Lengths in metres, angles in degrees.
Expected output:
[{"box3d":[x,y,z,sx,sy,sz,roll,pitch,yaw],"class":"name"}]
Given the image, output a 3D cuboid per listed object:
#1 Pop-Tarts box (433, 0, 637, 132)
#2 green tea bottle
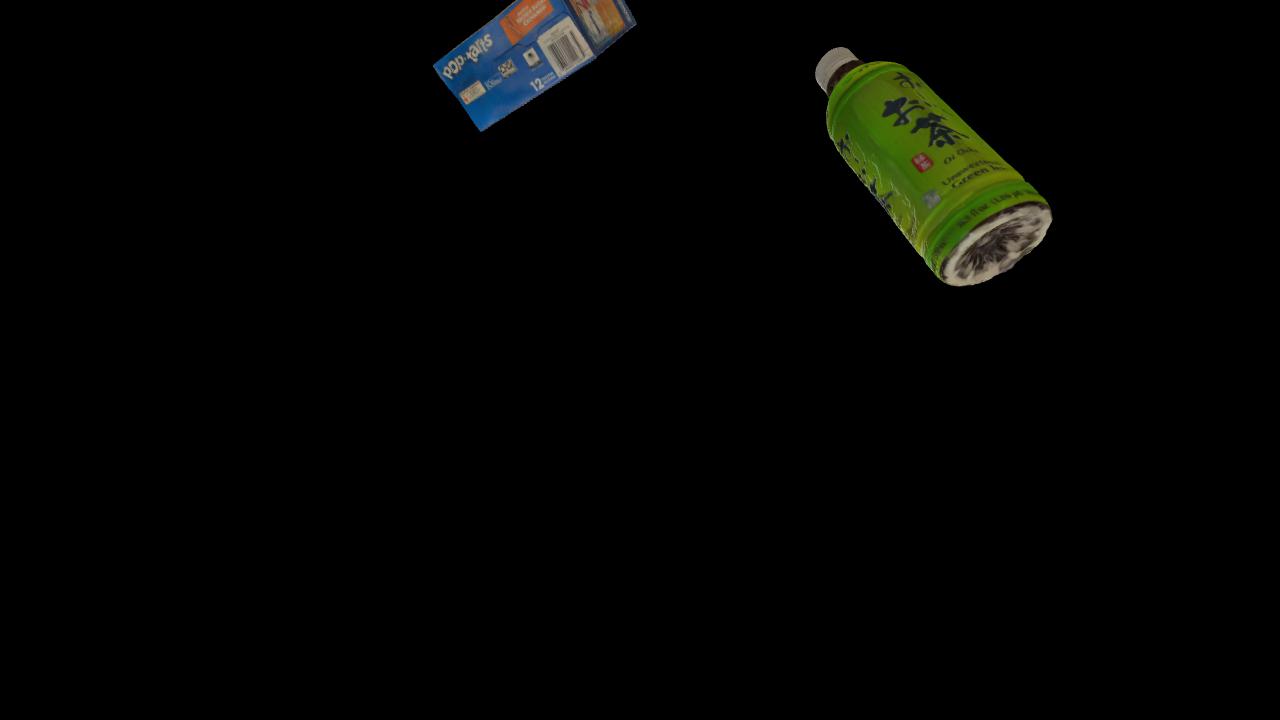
[{"box3d":[-0.110,-0.340,0.661,0.167,0.083,0.141,-16,32,32],"class":"Pop-Tarts box"},{"box3d":[0.180,-0.145,0.418,0.073,0.212,0.073,-13,-36,-10],"class":"green tea bottle"}]
